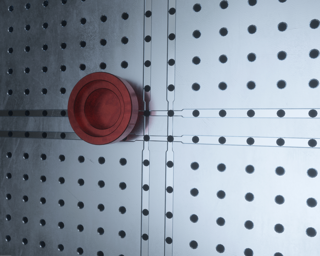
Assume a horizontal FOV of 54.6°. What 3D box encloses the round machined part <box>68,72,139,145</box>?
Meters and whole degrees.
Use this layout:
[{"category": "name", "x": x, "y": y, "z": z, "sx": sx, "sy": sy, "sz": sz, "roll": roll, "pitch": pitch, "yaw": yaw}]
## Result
[{"category": "round machined part", "x": -0.074, "y": -0.026, "z": 0.430, "sx": 0.098, "sy": 0.042, "sz": 0.097, "roll": 0, "pitch": 90, "yaw": 20}]
